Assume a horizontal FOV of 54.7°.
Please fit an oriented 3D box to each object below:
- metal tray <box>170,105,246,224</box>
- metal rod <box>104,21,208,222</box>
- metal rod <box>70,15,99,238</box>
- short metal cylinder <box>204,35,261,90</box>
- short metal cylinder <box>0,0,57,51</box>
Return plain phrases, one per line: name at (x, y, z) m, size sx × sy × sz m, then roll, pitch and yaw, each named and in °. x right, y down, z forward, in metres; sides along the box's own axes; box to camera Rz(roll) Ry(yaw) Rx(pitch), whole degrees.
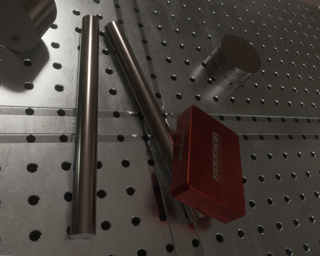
metal tray at (0.062, 0.042, 0.391) m, size 0.090 × 0.030 × 0.130 m, roll 32°, pitch 42°, yaw -23°
metal rod at (-0.011, -0.021, 0.416) m, size 0.025 × 0.025 × 0.299 m, roll -12°, pitch 68°, yaw -34°
metal rod at (-0.088, -0.024, 0.376) m, size 0.025 × 0.025 × 0.299 m, roll 9°, pitch 58°, yaw -24°
short metal cylinder at (0.124, -0.111, 0.529) m, size 0.081 × 0.050 × 0.080 m, roll 14°, pitch 56°, yaw -21°
short metal cylinder at (-0.171, -0.138, 0.366) m, size 0.080 × 0.080 × 0.050 m, roll 27°, pitch 52°, yaw -12°
